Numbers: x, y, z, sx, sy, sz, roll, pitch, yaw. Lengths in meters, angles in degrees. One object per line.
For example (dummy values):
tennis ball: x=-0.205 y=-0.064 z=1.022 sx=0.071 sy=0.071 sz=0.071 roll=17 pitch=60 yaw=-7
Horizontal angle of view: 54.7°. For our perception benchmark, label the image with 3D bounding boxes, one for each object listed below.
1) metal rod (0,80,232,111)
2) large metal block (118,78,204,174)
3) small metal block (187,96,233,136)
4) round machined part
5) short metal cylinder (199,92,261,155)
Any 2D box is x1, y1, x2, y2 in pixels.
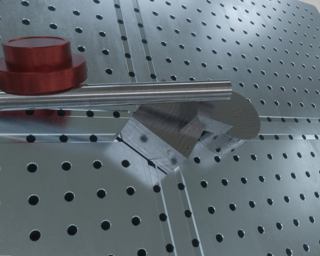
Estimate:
metal rod: x=-0.067 y=-0.036 z=0.339 sx=0.302 sy=0.025 sz=0.025 roll=-4 pitch=62 yaw=-11
large metal block: x=0.007 y=-0.003 z=0.396 sx=0.080 sy=0.050 sz=0.080 roll=38 pitch=51 yaw=-3
small metal block: x=0.063 y=-0.024 z=0.391 sx=0.050 sy=0.025 sz=0.050 roll=17 pitch=55 yaw=-19
round machined part: x=-0.131 y=-0.074 z=0.338 sx=0.099 sy=0.042 sz=0.098 roll=1 pitch=26 yaw=0
short metal cylinder: x=0.097 y=-0.008 z=0.451 sx=0.081 sy=0.050 sz=0.080 roll=14 pitch=56 yaw=-21
